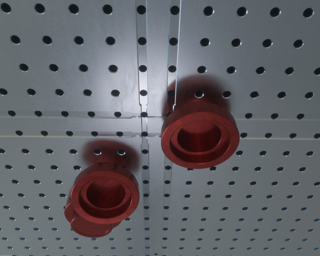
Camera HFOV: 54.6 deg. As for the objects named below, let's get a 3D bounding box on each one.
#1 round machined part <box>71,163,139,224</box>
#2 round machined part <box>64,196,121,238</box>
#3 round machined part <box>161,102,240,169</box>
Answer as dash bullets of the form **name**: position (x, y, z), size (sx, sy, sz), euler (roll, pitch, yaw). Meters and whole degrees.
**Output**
- **round machined part**: position (-0.081, 0.094, 0.469), size (0.099, 0.042, 0.097), euler (-3, 116, -5)
- **round machined part**: position (-0.113, 0.150, 0.527), size (0.099, 0.042, 0.097), euler (0, 130, 0)
- **round machined part**: position (0.051, 0.006, 0.405), size (0.099, 0.042, 0.097), euler (0, 130, 0)
